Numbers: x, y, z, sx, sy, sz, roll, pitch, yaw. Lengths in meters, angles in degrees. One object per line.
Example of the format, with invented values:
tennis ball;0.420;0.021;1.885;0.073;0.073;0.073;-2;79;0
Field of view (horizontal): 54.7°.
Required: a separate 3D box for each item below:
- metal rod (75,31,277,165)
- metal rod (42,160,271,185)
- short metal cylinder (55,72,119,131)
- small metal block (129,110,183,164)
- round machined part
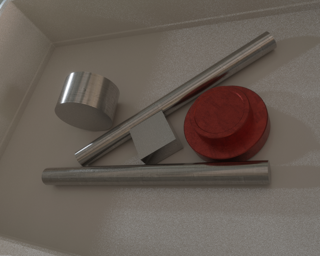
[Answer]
metal rod;0.016;-0.035;0.416;0.300;0.025;0.025;-32;52;7
metal rod;-0.024;0.057;0.380;0.301;0.025;0.025;-5;60;25
short metal cylinder;-0.103;-0.036;0.443;0.080;0.080;0.050;-5;60;25
small metal block;-0.006;0.014;0.396;0.050;0.025;0.050;-31;52;8
round machined part;0.073;-0.010;0.358;0.098;0.042;0.098;-13;56;20
